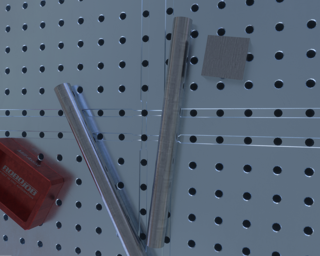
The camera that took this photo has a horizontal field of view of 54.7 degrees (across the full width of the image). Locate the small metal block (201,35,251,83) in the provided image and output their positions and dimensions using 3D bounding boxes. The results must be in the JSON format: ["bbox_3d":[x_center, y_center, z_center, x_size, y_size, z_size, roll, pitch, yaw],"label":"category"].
[{"bbox_3d":[0.082,-0.085,0.383,0.050,0.025,0.050,11,94,19],"label":"small metal block"}]

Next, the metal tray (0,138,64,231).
[{"bbox_3d":[-0.225,0.085,0.487,0.130,0.030,0.090,32,100,16],"label":"metal tray"}]

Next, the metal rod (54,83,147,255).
[{"bbox_3d":[-0.081,0.072,0.439,0.025,0.025,0.299,-29,81,17],"label":"metal rod"}]

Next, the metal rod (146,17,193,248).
[{"bbox_3d":[0.011,0.008,0.407,0.025,0.025,0.298,8,93,19],"label":"metal rod"}]
